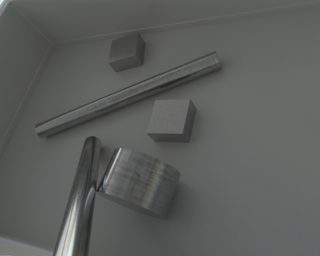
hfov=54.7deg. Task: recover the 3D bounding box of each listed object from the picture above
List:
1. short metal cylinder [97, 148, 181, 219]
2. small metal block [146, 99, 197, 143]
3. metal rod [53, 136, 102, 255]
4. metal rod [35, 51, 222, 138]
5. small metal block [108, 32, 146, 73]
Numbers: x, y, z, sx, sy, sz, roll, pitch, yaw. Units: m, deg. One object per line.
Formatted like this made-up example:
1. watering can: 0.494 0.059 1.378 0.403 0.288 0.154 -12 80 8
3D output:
1. short metal cylinder: -0.023 0.062 0.343 0.080 0.080 0.050 9 66 31
2. small metal block: 0.016 -0.009 0.402 0.050 0.025 0.050 0 62 28
3. metal rod: -0.076 0.069 0.302 0.025 0.025 0.300 -36 19 4
4. metal rod: -0.057 -0.044 0.460 0.301 0.025 0.025 -20 54 16
5. small metal block: -0.054 -0.124 0.508 0.050 0.025 0.050 -10 57 22
